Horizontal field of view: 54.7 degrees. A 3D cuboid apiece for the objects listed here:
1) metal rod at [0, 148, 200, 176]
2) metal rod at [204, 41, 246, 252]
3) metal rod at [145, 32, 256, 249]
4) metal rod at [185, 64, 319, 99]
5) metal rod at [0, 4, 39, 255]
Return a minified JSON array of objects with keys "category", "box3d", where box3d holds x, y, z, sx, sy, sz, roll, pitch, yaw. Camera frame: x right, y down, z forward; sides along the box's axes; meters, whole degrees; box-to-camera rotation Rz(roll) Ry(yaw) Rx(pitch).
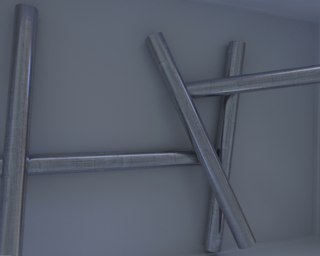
[{"category":"metal rod","box3d":[-0.069,0.041,0.385,0.303,0.025,0.025,-1,91,-21]},{"category":"metal rod","box3d":[0.094,0.024,0.446,0.025,0.025,0.298,8,87,-20]},{"category":"metal rod","box3d":[0.053,0.016,0.407,0.025,0.025,0.299,-24,89,-19]},{"category":"metal rod","box3d":[0.185,-0.068,0.411,0.302,0.025,0.025,-7,93,6]},{"category":"metal rod","box3d":[-0.152,0.012,0.331,0.025,0.025,0.298,3,80,-20]}]
